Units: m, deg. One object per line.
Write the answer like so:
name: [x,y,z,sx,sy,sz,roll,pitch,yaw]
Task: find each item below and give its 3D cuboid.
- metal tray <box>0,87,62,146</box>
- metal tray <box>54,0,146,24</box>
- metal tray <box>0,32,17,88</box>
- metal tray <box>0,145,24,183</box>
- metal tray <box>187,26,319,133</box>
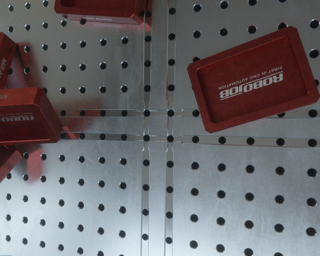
metal tray: [-0.217,-0.013,0.436,0.131,0.090,0.030,-3,53,2]
metal tray: [-0.082,-0.200,0.439,0.130,0.030,0.090,11,94,19]
metal tray: [-0.286,-0.084,0.487,0.090,0.030,0.130,-1,69,17]
metal tray: [-0.296,0.038,0.486,0.130,0.030,0.090,31,69,11]
metal tray: [0.108,-0.054,0.371,0.130,0.030,0.090,-18,84,19]
